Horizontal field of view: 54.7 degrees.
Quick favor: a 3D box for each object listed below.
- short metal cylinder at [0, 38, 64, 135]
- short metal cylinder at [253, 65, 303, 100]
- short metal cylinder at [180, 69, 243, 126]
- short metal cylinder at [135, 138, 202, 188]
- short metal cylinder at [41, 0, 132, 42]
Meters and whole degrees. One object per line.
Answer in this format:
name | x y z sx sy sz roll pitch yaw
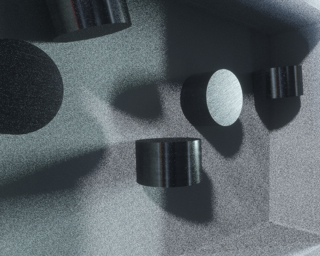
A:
short metal cylinder | -0.135 -0.034 0.277 0.081 0.050 0.080 0 90 -40
short metal cylinder | 0.206 -0.079 0.543 0.081 0.080 0.050 -10 97 -40
short metal cylinder | 0.076 -0.043 0.454 0.081 0.050 0.080 0 90 -40
short metal cylinder | 0.011 0.039 0.380 0.081 0.080 0.050 -3 92 -40
short metal cylinder | -0.073 -0.120 0.309 0.081 0.080 0.050 -22 104 -38
